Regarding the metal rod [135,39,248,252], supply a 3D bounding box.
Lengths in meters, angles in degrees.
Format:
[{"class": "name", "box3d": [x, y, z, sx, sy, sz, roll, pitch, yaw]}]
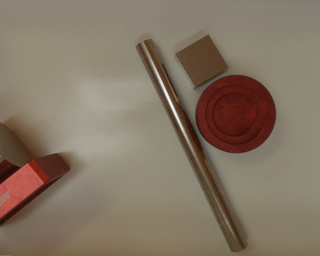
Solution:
[{"class": "metal rod", "box3d": [0.042, 0.023, 0.411, 0.025, 0.025, 0.299, -25, 90, 0]}]

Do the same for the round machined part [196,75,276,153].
[{"class": "round machined part", "box3d": [0.095, -0.018, 0.404, 0.099, 0.042, 0.097, 0, 90, -1]}]

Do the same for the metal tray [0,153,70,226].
[{"class": "metal tray", "box3d": [-0.180, 0.085, 0.376, 0.130, 0.090, 0.030, -39, 90, 0]}]

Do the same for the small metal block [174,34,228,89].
[{"class": "small metal block", "box3d": [0.054, -0.087, 0.412, 0.050, 0.025, 0.050, -31, 90, -1]}]

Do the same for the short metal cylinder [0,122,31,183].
[{"class": "short metal cylinder", "box3d": [-0.208, 0.033, 0.381, 0.050, 0.080, 0.080, -39, 91, 0]}]
